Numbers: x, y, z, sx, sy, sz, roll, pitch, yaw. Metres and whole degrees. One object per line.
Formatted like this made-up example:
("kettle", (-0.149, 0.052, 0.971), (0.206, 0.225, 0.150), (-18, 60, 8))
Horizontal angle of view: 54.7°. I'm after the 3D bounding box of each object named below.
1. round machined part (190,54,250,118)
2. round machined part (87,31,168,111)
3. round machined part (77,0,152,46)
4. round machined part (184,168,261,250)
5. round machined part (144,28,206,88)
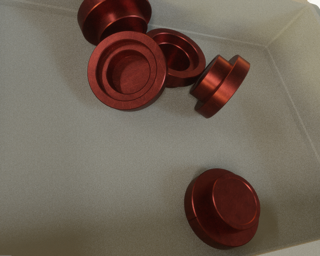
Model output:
("round machined part", (0.079, -0.065, 0.440), (0.042, 0.097, 0.098), (36, 51, -5))
("round machined part", (-0.038, -0.069, 0.395), (0.098, 0.042, 0.097), (0, 87, 9))
("round machined part", (-0.056, -0.140, 0.414), (0.099, 0.097, 0.042), (-13, 69, -33))
("round machined part", (0.083, 0.095, 0.381), (0.099, 0.042, 0.098), (14, 56, -21))
("round machined part", (0.014, -0.098, 0.458), (0.099, 0.042, 0.098), (12, 53, -17))
